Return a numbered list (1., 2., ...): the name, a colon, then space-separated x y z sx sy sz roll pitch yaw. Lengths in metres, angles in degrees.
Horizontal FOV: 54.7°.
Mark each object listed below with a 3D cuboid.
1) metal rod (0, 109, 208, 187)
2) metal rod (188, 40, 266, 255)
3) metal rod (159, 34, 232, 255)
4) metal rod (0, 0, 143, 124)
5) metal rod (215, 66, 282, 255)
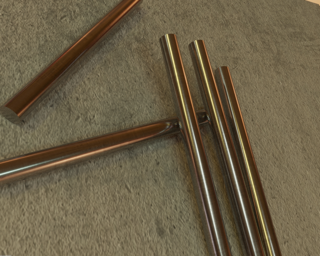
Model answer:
1. metal rod: -0.039 0.013 0.374 0.302 0.025 0.025 -15 70 -34
2. metal rod: 0.084 0.017 0.412 0.025 0.025 0.299 -2 71 -29
3. metal rod: 0.041 0.017 0.388 0.025 0.025 0.299 -3 72 -30
4. metal rod: -0.099 -0.115 0.420 0.025 0.025 0.301 35 51 -6
5. metal rod: 0.121 0.036 0.446 0.025 0.025 0.299 7 59 -25
